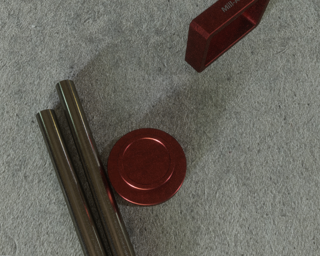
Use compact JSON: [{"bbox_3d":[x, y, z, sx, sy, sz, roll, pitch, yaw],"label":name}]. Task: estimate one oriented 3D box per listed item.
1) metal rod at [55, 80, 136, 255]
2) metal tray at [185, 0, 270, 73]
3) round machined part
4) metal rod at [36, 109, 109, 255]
[{"bbox_3d":[-0.075,0.070,0.381,0.025,0.025,0.299,-21,72,-8],"label":"metal rod"},{"bbox_3d":[0.094,-0.143,0.426,0.130,0.090,0.030,-40,75,-13],"label":"metal tray"},{"bbox_3d":[-0.016,0.045,0.383,0.099,0.042,0.098,0,70,0],"label":"round machined part"},{"bbox_3d":[-0.090,0.109,0.367,0.025,0.025,0.299,-23,72,-8],"label":"metal rod"}]
